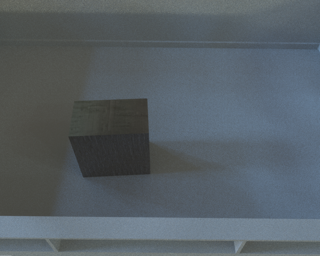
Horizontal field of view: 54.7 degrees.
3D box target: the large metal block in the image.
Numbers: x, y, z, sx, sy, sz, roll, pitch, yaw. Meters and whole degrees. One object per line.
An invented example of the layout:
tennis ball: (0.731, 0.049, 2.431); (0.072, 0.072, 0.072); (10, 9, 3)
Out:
large metal block: (-0.053, 0.013, 0.358); (0.081, 0.080, 0.050); (-2, 50, -3)
